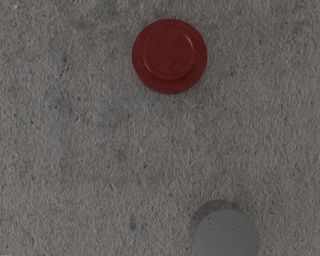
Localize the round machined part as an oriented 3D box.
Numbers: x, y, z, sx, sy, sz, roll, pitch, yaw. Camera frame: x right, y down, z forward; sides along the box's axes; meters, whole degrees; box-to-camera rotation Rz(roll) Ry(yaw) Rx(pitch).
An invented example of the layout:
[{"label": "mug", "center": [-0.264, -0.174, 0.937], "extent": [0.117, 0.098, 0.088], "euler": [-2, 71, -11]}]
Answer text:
[{"label": "round machined part", "center": [0.013, -0.094, 0.402], "extent": [0.099, 0.042, 0.097], "euler": [0, 90, 0]}]

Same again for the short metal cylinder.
[{"label": "short metal cylinder", "center": [0.081, 0.138, 0.398], "extent": [0.081, 0.050, 0.080], "euler": [0, 90, 0]}]
